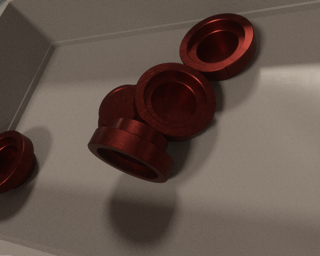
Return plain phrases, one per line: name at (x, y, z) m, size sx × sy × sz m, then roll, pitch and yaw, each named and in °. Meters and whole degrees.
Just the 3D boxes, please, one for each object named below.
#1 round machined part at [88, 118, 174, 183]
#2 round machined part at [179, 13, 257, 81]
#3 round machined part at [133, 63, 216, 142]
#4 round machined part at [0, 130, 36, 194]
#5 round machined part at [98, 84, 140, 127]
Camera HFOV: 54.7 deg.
round machined part at (-0.029, 0.024, 0.359) m, size 0.098 × 0.098 × 0.042 m, roll 10°, pitch 64°, yaw 32°
round machined part at (0.079, -0.102, 0.415) m, size 0.098 × 0.042 × 0.098 m, roll -13°, pitch 56°, yaw 20°
round machined part at (0.016, -0.028, 0.384) m, size 0.099 × 0.042 × 0.098 m, roll 3°, pitch 68°, yaw -9°
round machined part at (-0.234, 0.056, 0.481) m, size 0.098 × 0.042 × 0.098 m, roll -13°, pitch 56°, yaw 20°
round machined part at (-0.045, -0.022, 0.430) m, size 0.098 × 0.042 × 0.098 m, roll -13°, pitch 56°, yaw 20°
